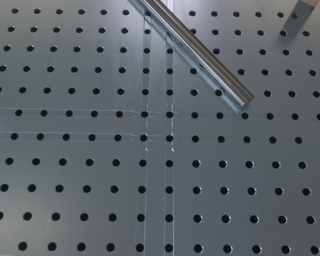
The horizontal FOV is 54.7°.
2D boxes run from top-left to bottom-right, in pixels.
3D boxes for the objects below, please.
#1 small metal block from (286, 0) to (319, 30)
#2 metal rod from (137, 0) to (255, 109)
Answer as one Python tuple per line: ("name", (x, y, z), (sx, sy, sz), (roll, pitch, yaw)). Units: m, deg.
("small metal block", (0.223, -0.187, 0.469), (0.025, 0.050, 0.050), (34, 73, 11))
("metal rod", (0.028, -0.145, 0.465), (0.025, 0.025, 0.300), (-36, 74, -12))
